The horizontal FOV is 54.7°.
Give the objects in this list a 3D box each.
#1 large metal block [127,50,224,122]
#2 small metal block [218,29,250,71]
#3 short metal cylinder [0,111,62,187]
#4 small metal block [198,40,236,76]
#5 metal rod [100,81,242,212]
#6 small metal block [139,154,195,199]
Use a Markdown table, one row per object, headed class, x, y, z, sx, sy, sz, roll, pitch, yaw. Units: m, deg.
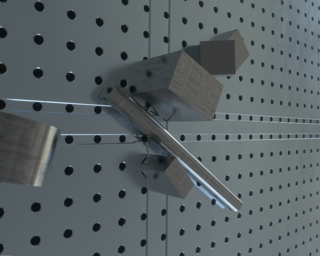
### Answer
| class | x | y | z | sx | sy | sz | roll | pitch | yaw |
| --- | --- | --- | --- | --- | --- | --- | --- | --- | --- |
| large metal block | 0.019 | -0.048 | 0.391 | 0.080 | 0.080 | 0.050 | 31 | 71 | -36 |
| small metal block | 0.116 | -0.126 | 0.509 | 0.050 | 0.025 | 0.050 | -49 | 119 | -29 |
| short metal cylinder | -0.131 | 0.017 | 0.264 | 0.080 | 0.080 | 0.050 | 20 | 77 | -39 |
| small metal block | 0.085 | -0.103 | 0.465 | 0.050 | 0.025 | 0.050 | -2 | 92 | 1 |
| metal rod | 0.033 | 0.042 | 0.439 | 0.300 | 0.025 | 0.025 | 43 | 64 | -32 |
| small metal block | 0.009 | 0.062 | 0.402 | 0.025 | 0.050 | 0.050 | -49 | 119 | -29 |
